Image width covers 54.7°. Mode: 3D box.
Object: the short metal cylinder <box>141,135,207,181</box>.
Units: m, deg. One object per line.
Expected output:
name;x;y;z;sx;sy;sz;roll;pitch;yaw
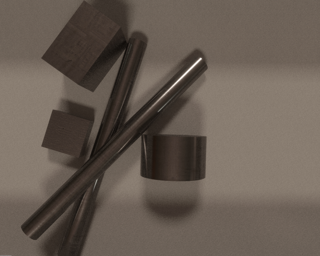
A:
short metal cylinder;0.017;0.034;0.384;0.081;0.080;0.050;2;90;-1

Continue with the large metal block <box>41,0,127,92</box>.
large metal block;-0.088;-0.095;0.383;0.050;0.080;0.080;36;90;-1

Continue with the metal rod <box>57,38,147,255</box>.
metal rod;-0.076;0.027;0.410;0.025;0.025;0.298;18;90;-1

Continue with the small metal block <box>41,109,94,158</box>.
small metal block;-0.121;0.007;0.410;0.050;0.025;0.050;17;90;-1

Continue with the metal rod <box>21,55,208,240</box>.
metal rod;-0.050;0.018;0.390;0.025;0.025;0.300;45;81;0
